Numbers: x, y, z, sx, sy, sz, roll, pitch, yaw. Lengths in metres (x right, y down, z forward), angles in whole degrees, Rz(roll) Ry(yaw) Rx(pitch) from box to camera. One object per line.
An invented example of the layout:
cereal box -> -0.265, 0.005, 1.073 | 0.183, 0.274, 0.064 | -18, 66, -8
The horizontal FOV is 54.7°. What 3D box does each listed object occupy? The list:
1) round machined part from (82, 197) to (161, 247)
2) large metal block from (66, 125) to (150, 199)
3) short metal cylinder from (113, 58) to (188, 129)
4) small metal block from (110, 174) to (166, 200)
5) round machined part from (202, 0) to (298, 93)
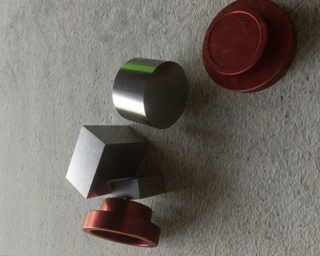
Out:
round machined part -> -0.047, 0.122, 0.403 | 0.098, 0.098, 0.042 | -13, 52, 39
large metal block -> -0.071, 0.043, 0.425 | 0.050, 0.081, 0.079 | 34, 111, 34
short metal cylinder -> -0.010, -0.043, 0.376 | 0.050, 0.081, 0.079 | 16, 100, 38
small metal block -> -0.029, 0.079, 0.410 | 0.050, 0.050, 0.025 | -14, 81, 39
round machined part -> 0.086, -0.087, 0.322 | 0.098, 0.042, 0.097 | 0, 90, 39
